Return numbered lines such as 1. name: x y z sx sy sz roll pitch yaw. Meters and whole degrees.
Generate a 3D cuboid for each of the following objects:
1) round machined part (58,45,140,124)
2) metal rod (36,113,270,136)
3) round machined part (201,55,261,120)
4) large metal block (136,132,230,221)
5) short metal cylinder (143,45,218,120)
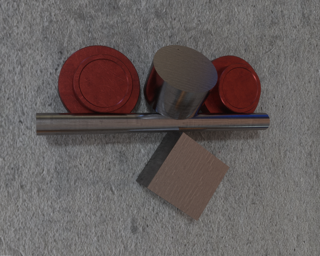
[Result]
1. round machined part: -0.071 -0.051 0.374 0.099 0.042 0.097 0 90 -20
2. metal rod: 0.007 -0.007 0.390 0.303 0.025 0.025 -1 91 -20
3. round machined part: 0.102 -0.054 0.439 0.099 0.042 0.097 0 90 -20
4. large metal block: 0.029 0.060 0.406 0.080 0.050 0.080 37 78 -17
5. short metal cylinder: 0.024 -0.057 0.386 0.081 0.050 0.080 10 52 -13
